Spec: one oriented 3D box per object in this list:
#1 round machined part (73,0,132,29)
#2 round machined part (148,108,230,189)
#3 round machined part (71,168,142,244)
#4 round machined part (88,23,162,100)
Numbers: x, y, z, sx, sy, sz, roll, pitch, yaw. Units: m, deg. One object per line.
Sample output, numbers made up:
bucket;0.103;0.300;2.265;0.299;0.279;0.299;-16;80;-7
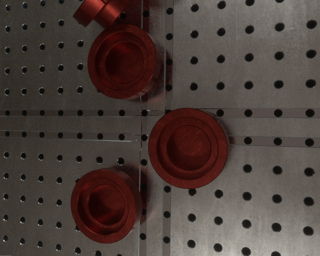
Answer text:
round machined part;-0.067;-0.170;0.407;0.042;0.098;0.098;38;105;-23
round machined part;0.038;0.024;0.389;0.098;0.042;0.097;0;90;19
round machined part;-0.069;0.103;0.427;0.098;0.042;0.097;0;90;19
round machined part;-0.044;-0.086;0.418;0.098;0.042;0.097;0;90;19
